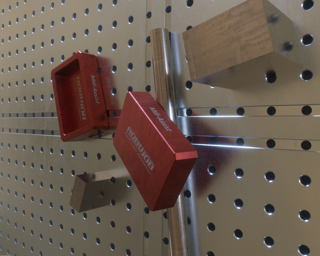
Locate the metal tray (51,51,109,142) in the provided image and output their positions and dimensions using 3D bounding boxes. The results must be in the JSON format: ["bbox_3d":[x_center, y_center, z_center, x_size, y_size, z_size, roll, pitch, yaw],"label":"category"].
[{"bbox_3d":[-0.136,-0.049,0.514,0.090,0.030,0.129,-19,78,38],"label":"metal tray"}]

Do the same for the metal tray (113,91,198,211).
[{"bbox_3d":[-0.013,0.025,0.385,0.130,0.030,0.089,53,134,41],"label":"metal tray"}]

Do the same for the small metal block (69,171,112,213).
[{"bbox_3d":[-0.106,0.098,0.478,0.025,0.050,0.050,26,106,37],"label":"small metal block"}]

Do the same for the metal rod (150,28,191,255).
[{"bbox_3d":[0.013,0.021,0.396,0.025,0.025,0.298,-9,84,39],"label":"metal rod"}]

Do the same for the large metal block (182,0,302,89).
[{"bbox_3d":[0.082,-0.077,0.305,0.080,0.081,0.050,-16,80,38],"label":"large metal block"}]
